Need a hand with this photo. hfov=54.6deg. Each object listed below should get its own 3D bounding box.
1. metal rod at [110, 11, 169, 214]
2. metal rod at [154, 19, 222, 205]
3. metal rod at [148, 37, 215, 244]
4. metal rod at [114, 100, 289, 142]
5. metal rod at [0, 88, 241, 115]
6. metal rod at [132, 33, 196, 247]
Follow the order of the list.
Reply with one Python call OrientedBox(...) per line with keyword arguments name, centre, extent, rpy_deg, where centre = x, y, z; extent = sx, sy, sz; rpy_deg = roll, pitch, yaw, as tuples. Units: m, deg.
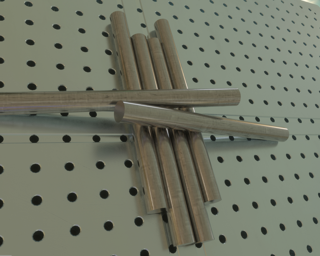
OrientedBox(name="metal rod", centre=(-0.033, -0.038, 0.412), extent=(0.025, 0.025, 0.299), rpy_deg=(1, 61, -28))
OrientedBox(name="metal rod", centre=(0.033, -0.040, 0.449), extent=(0.025, 0.025, 0.299), rpy_deg=(1, 61, -28))
OrientedBox(name="metal rod", centre=(0.020, -0.001, 0.420), extent=(0.025, 0.025, 0.299), rpy_deg=(1, 61, -28))
OrientedBox(name="metal rod", centre=(0.079, -0.004, 0.426), extent=(0.302, 0.025, 0.025), rpy_deg=(7, 59, -35))
OrientedBox(name="metal rod", centre=(-0.037, -0.034, 0.379), extent=(0.302, 0.025, 0.025), rpy_deg=(-4, 63, -20))
OrientedBox(name="metal rod", centre=(-0.003, -0.003, 0.406), extent=(0.025, 0.025, 0.299), rpy_deg=(1, 61, -28))
